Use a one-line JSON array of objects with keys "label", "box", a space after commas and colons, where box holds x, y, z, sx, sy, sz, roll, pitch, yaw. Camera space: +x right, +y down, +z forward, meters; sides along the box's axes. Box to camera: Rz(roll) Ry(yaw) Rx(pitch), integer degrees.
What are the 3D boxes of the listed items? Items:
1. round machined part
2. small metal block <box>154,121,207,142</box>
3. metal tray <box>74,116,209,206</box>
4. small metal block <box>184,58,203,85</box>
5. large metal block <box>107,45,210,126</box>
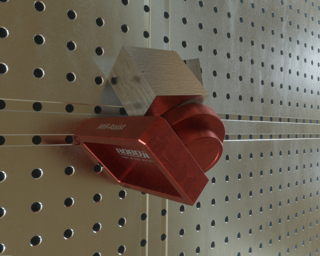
[{"label": "round machined part", "box": [0.034, 0.023, 0.363, 0.099, 0.042, 0.097, -15, 136, -15]}, {"label": "small metal block", "box": [0.027, 0.005, 0.418, 0.050, 0.050, 0.025, 1, 90, -41]}, {"label": "metal tray", "box": [-0.024, 0.031, 0.322, 0.030, 0.130, 0.090, -52, 121, -27]}, {"label": "small metal block", "box": [0.030, -0.065, 0.420, 0.025, 0.050, 0.050, -17, 101, -39]}, {"label": "large metal block", "box": [-0.003, -0.049, 0.366, 0.081, 0.050, 0.080, -6, 53, -40]}]
